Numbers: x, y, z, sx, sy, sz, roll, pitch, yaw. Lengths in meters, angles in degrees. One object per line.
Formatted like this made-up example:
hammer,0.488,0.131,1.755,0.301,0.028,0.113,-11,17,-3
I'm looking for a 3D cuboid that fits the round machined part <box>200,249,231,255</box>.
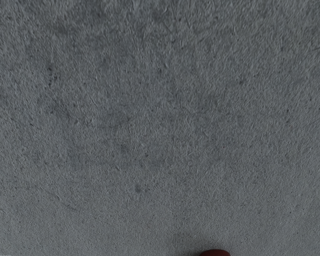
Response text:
round machined part,0.116,0.288,0.642,0.099,0.042,0.097,0,130,0
